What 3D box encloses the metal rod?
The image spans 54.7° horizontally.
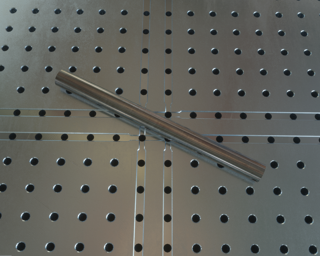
[{"bbox_3d":[-0.006,-0.007,0.414,0.301,0.025,0.025,26,72,8],"label":"metal rod"}]
